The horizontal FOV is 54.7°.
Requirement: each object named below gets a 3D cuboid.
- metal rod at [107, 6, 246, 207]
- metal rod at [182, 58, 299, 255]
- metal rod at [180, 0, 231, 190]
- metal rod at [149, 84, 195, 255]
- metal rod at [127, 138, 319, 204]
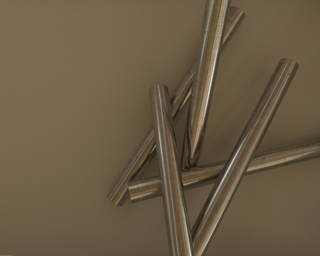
[{"bbox_3d":[0.022,-0.029,0.411,0.025,0.025,0.299,33,90,-1],"label":"metal rod"},{"bbox_3d":[0.089,0.045,0.362,0.025,0.025,0.300,31,78,0],"label":"metal rod"},{"bbox_3d":[0.051,-0.059,0.351,0.025,0.025,0.298,7,115,-1],"label":"metal rod"},{"bbox_3d":[0.016,0.084,0.337,0.025,0.025,0.299,-8,65,0],"label":"metal rod"},{"bbox_3d":[0.110,0.047,0.391,0.302,0.025,0.025,-12,90,-9],"label":"metal rod"}]
